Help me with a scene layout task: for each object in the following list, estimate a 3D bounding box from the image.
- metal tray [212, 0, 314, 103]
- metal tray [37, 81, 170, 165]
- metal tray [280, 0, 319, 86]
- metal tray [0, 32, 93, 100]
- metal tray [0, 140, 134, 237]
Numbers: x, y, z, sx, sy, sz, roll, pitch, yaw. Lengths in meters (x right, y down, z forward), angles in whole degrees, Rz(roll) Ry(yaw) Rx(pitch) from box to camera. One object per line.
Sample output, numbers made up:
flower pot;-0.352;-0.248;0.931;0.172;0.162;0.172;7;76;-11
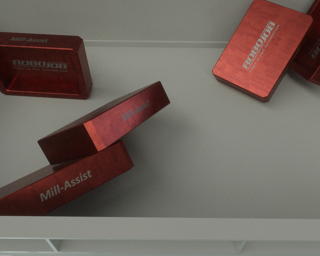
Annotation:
metal tray;0.148;-0.114;0.453;0.090;0.030;0.130;31;93;23
metal tray;-0.058;-0.008;0.349;0.090;0.030;0.131;-17;14;38
metal tray;0.238;-0.136;0.442;0.030;0.129;0.090;15;29;-21
metal tray;-0.168;-0.085;0.431;0.131;0.089;0.030;4;50;2
metal tray;-0.101;0.053;0.319;0.131;0.090;0.030;-26;98;-21
